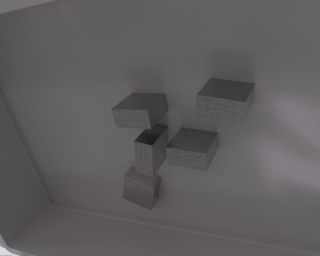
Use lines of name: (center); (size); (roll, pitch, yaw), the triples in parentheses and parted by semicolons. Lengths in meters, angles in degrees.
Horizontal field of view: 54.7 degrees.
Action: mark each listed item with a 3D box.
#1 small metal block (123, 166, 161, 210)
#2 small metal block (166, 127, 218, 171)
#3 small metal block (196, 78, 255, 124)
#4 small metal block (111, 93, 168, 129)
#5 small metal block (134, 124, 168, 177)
small metal block: (-0.029, 0.093, 0.482); (0.050, 0.025, 0.050); (19, 126, 17)
small metal block: (0.041, 0.025, 0.386); (0.050, 0.050, 0.025); (8, 122, 24)
small metal block: (0.071, -0.031, 0.336); (0.050, 0.050, 0.025); (12, 123, 22)
small metal block: (-0.024, -0.023, 0.391); (0.050, 0.050, 0.025); (3, 120, 26)
small metal block: (-0.010, 0.028, 0.415); (0.025, 0.050, 0.050); (13, 124, 21)
